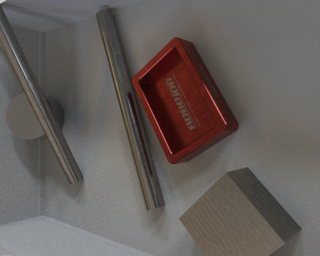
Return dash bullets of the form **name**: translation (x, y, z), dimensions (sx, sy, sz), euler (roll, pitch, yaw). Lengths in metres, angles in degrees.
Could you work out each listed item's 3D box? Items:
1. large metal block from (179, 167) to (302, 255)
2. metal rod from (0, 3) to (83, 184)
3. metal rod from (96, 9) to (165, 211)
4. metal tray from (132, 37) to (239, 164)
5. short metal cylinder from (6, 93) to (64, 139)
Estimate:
- **large metal block**: translation (0.081, 0.100, 0.323), dimensions (0.080, 0.050, 0.080), euler (-52, 60, 27)
- **metal rod**: translation (-0.196, -0.047, 0.490), dimensions (0.025, 0.025, 0.298), euler (-11, 106, 39)
- **metal rod**: translation (-0.046, -0.034, 0.442), dimensions (0.025, 0.025, 0.299), euler (-26, 74, 37)
- **metal tray**: translation (0.025, -0.032, 0.380), dimensions (0.090, 0.030, 0.130), euler (-38, 67, 33)
- **short metal cylinder**: translation (-0.216, -0.020, 0.541), dimensions (0.080, 0.050, 0.079), euler (0, 88, 4)
